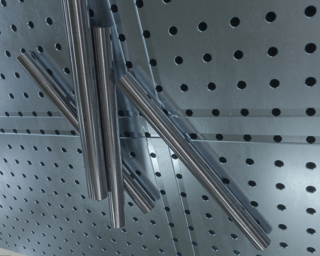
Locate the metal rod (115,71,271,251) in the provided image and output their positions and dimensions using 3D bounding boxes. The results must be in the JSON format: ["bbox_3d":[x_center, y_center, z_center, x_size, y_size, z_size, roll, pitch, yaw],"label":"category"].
[{"bbox_3d":[0.048,0.049,0.414,0.025,0.025,0.300,-34,100,38],"label":"metal rod"}]

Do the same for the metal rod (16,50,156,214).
[{"bbox_3d":[-0.107,0.012,0.472,0.025,0.025,0.300,-30,102,37],"label":"metal rod"}]

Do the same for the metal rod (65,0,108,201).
[{"bbox_3d":[-0.091,-0.038,0.393,0.025,0.025,0.298,9,116,23],"label":"metal rod"}]

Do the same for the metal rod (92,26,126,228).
[{"bbox_3d":[-0.068,0.015,0.432,0.025,0.025,0.298,9,116,23],"label":"metal rod"}]

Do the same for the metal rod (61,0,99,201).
[{"bbox_3d":[-0.102,-0.031,0.422,0.025,0.025,0.298,9,116,23],"label":"metal rod"}]
